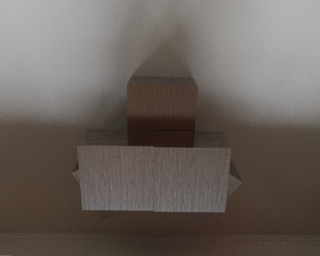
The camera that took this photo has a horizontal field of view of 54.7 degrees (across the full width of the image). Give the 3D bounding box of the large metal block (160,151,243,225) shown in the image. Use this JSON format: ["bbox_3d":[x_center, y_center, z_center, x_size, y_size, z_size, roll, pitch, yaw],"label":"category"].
[{"bbox_3d":[0.049,0.070,0.421,0.080,0.050,0.080,33,107,-11],"label":"large metal block"}]

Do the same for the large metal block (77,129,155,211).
[{"bbox_3d":[-0.047,0.047,0.360,0.081,0.050,0.079,1,110,-1],"label":"large metal block"}]

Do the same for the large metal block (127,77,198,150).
[{"bbox_3d":[0.002,-0.020,0.389,0.081,0.050,0.079,1,110,-1],"label":"large metal block"}]

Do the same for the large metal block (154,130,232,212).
[{"bbox_3d":[0.034,0.049,0.360,0.081,0.050,0.079,1,110,-1],"label":"large metal block"}]

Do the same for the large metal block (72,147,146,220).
[{"bbox_3d":[-0.057,0.065,0.419,0.080,0.050,0.080,-25,108,8],"label":"large metal block"}]
